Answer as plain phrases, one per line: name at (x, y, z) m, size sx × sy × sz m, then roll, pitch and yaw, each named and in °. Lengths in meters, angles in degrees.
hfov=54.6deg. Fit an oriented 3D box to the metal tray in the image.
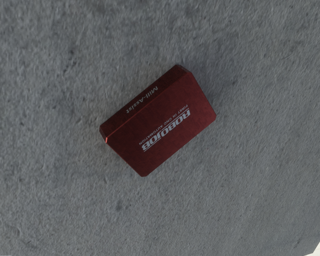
metal tray at (0.001, -0.007, 0.399) m, size 0.130 × 0.030 × 0.090 m, roll -39°, pitch 129°, yaw -2°
